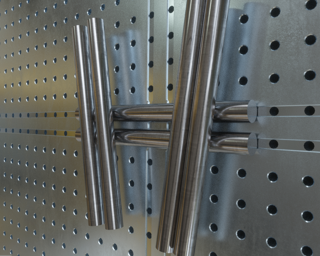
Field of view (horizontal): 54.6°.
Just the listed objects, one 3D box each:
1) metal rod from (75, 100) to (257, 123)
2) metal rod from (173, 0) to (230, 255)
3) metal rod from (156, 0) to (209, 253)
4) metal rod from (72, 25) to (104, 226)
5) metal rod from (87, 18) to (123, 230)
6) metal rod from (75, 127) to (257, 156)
[{"bbox_3d":[-0.017,-0.021,0.425,0.300,0.025,0.025,1,91,40],"label":"metal rod"},{"bbox_3d":[0.045,-0.004,0.341,0.025,0.025,0.298,12,98,39],"label":"metal rod"},{"bbox_3d":[0.025,-0.003,0.358,0.025,0.025,0.298,12,98,39],"label":"metal rod"},{"bbox_3d":[-0.108,-0.007,0.468,0.025,0.025,0.299,-10,83,39],"label":"metal rod"},{"bbox_3d":[-0.079,-0.009,0.444,0.025,0.025,0.299,-10,84,39],"label":"metal rod"},{"bbox_3d":[-0.017,0.014,0.425,0.300,0.025,0.025,1,91,40],"label":"metal rod"}]
